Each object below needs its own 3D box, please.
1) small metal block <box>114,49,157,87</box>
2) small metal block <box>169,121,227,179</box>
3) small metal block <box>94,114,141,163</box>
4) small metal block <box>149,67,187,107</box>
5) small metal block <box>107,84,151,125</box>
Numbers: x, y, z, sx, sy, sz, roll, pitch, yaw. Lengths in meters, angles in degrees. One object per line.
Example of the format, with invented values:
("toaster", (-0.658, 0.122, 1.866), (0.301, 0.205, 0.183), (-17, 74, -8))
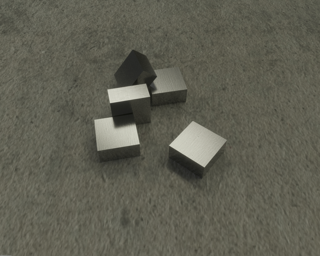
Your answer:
("small metal block", (-0.036, -0.076, 0.447), (0.025, 0.050, 0.050), (16, 37, -41))
("small metal block", (0.046, 0.026, 0.382), (0.050, 0.025, 0.050), (31, 56, 23))
("small metal block", (-0.054, 0.012, 0.392), (0.050, 0.025, 0.050), (-9, 51, -8))
("small metal block", (0.009, -0.061, 0.455), (0.050, 0.025, 0.050), (-9, 51, -8))
("small metal block", (-0.040, -0.028, 0.410), (0.050, 0.050, 0.025), (-10, 51, -9))
